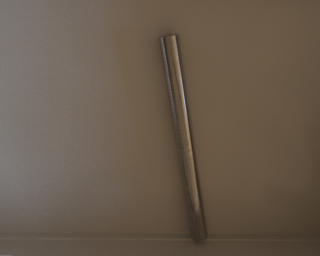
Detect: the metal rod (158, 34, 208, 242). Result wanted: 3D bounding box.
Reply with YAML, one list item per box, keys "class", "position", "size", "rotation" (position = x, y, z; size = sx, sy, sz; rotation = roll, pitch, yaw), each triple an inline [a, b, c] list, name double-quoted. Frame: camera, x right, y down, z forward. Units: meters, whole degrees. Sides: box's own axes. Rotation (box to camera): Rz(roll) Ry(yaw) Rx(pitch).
- class: "metal rod"
  position: [0.036, 0.027, 0.421]
  size: [0.025, 0.025, 0.298]
  rotation: [-9, 110, 3]
